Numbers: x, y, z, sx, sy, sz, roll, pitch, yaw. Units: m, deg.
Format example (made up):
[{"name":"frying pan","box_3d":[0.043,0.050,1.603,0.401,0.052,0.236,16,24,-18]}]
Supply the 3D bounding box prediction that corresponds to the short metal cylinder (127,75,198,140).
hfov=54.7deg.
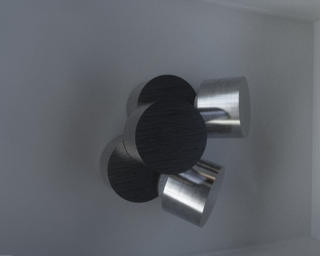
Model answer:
[{"name":"short metal cylinder","box_3d":[0.003,-0.025,0.397,0.081,0.050,0.079,0,90,-21]}]

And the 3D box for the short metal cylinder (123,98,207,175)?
[{"name":"short metal cylinder","box_3d":[0.005,0.009,0.344,0.081,0.050,0.079,0,90,-21]}]

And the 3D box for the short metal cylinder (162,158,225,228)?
[{"name":"short metal cylinder","box_3d":[0.043,0.077,0.390,0.050,0.080,0.080,19,82,22]}]

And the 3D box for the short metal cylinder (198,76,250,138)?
[{"name":"short metal cylinder","box_3d":[0.086,-0.026,0.407,0.080,0.050,0.079,-2,90,-64]}]

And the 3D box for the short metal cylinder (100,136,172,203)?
[{"name":"short metal cylinder","box_3d":[-0.030,0.048,0.386,0.081,0.050,0.079,0,90,-21]}]
